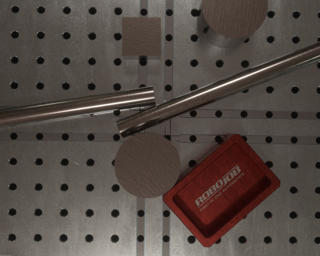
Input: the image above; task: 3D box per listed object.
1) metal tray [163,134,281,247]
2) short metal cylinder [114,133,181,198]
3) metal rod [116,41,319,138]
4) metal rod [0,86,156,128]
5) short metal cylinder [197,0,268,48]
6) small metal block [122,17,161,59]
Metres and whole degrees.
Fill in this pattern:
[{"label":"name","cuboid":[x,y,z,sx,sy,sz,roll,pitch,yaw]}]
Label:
[{"label":"metal tray","cuboid":[0.079,0.080,0.411,0.130,0.030,0.090,-41,91,-1]},{"label":"short metal cylinder","cuboid":[-0.015,0.046,0.401,0.081,0.050,0.079,0,90,-1]},{"label":"metal rod","cuboid":[0.087,-0.053,0.414,0.301,0.025,0.025,-21,90,-1]},{"label":"metal rod","cuboid":[-0.157,-0.021,0.411,0.302,0.025,0.025,-9,90,-1]},{"label":"short metal cylinder","cuboid":[0.091,-0.150,0.402,0.081,0.050,0.079,0,90,-1]},{"label":"small metal block","cuboid":[-0.024,-0.119,0.413,0.050,0.025,0.050,0,90,-1]}]
